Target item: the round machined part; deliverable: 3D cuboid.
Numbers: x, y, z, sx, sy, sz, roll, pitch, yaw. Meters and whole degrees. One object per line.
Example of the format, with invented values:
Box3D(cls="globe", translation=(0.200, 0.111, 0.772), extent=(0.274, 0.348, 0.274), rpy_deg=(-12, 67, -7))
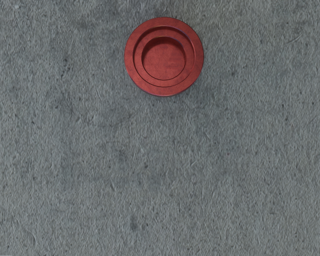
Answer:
Box3D(cls="round machined part", translation=(0.005, -0.088, 0.401), extent=(0.099, 0.042, 0.097), rpy_deg=(0, 90, 0))
